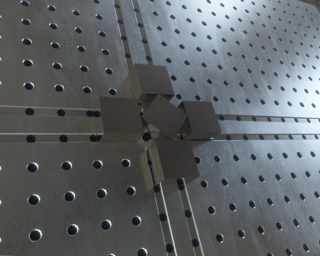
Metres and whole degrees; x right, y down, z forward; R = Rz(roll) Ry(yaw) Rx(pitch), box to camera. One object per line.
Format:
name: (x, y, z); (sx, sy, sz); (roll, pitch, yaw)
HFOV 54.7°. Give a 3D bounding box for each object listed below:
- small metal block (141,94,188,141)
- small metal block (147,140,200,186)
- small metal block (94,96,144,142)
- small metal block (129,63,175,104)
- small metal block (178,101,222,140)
small metal block: (0.002, -0.010, 0.416); (0.050, 0.025, 0.050); (36, 51, -5)
small metal block: (0.017, 0.043, 0.392); (0.050, 0.025, 0.050); (0, 62, -29)
small metal block: (-0.052, -0.010, 0.387); (0.050, 0.025, 0.050); (1, 61, -28)
small metal block: (-0.012, -0.062, 0.441); (0.050, 0.025, 0.050); (-1, 62, -29)
small metal block: (0.055, -0.011, 0.446); (0.050, 0.025, 0.050); (0, 62, -29)
